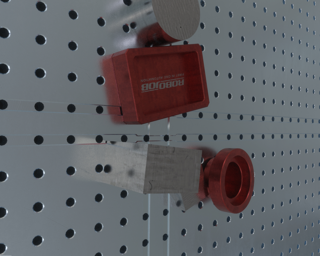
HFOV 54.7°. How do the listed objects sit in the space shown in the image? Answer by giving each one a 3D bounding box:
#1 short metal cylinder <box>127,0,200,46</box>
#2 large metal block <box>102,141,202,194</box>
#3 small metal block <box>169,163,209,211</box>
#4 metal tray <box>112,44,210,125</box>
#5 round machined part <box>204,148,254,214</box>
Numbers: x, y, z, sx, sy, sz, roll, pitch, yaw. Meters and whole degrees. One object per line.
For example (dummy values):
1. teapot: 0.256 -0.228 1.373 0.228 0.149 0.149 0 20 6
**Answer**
1. short metal cylinder: 0.005 -0.148 0.397 0.081 0.050 0.079 0 90 -40
2. large metal block: -0.010 0.045 0.365 0.081 0.080 0.050 10 84 -40
3. small metal block: 0.039 0.082 0.442 0.050 0.025 0.050 -23 105 -38
4. metal tray: 0.007 -0.061 0.411 0.131 0.030 0.089 -16 101 -39
5. round machined part: 0.104 0.080 0.481 0.099 0.042 0.097 2 86 -46
